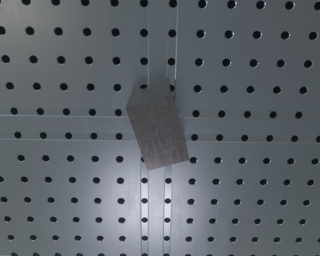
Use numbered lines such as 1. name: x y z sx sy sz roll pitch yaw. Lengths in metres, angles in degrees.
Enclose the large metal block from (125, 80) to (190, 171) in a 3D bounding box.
1. large metal block: -0.002 -0.006 0.382 0.050 0.080 0.080 -16 110 6
